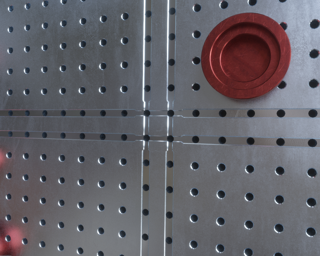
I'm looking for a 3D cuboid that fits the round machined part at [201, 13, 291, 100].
[{"bbox_3d":[0.101,-0.081,0.368,0.098,0.042,0.097,0,90,20],"label":"round machined part"}]
